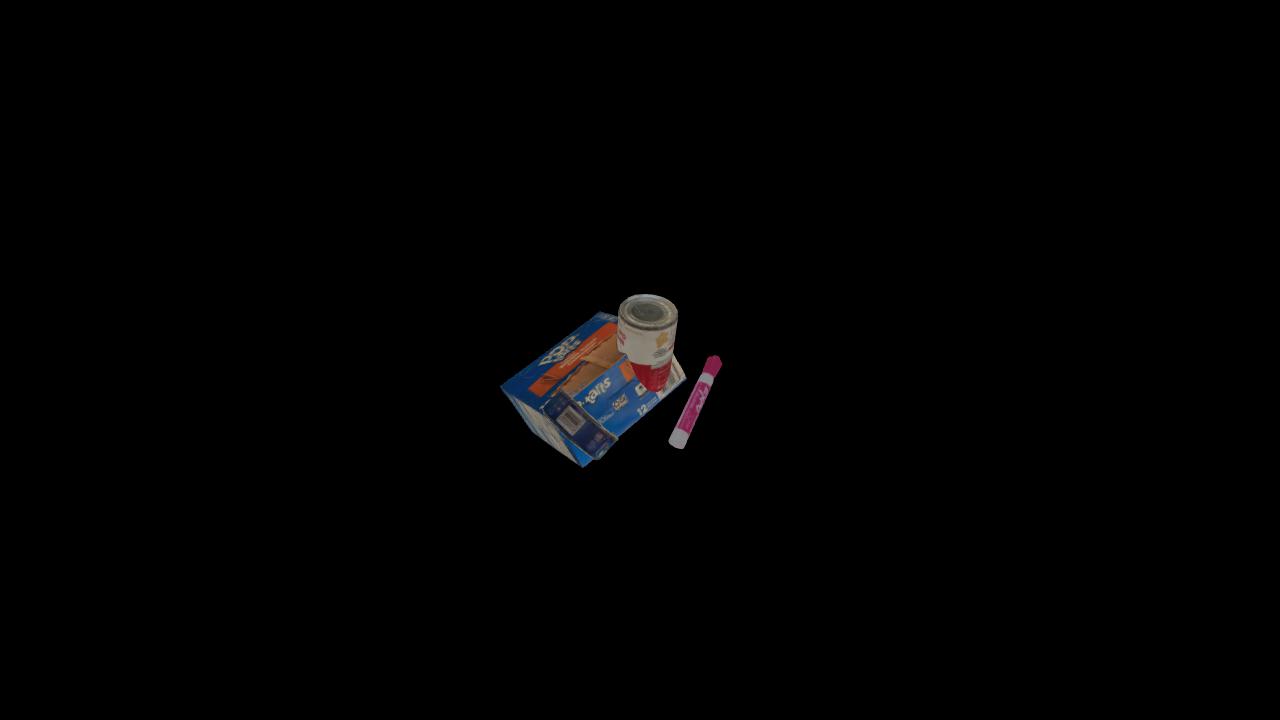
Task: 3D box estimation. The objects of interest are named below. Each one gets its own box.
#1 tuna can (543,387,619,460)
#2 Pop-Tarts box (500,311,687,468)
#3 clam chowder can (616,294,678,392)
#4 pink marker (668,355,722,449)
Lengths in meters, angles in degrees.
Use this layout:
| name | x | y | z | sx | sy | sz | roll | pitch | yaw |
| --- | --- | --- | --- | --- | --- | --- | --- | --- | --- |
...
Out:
| name | x | y | z | sx | sy | sz | roll | pitch | yaw |
| --- | --- | --- | --- | --- | --- | --- | --- | --- | --- |
| tuna can | -0.064 | 0.069 | 0.659 | 0.084 | 0.034 | 0.084 | 42 | -5 | 4 |
| Pop-Tarts box | -0.057 | 0.027 | 0.740 | 0.167 | 0.083 | 0.141 | -38 | 30 | -21 |
| clam chowder can | 0.006 | -0.016 | 0.702 | 0.068 | 0.102 | 0.068 | 4 | 39 | -3 |
| pink marker | 0.064 | 0.044 | 0.691 | 0.020 | 0.121 | 0.020 | 22 | -28 | 12 |
